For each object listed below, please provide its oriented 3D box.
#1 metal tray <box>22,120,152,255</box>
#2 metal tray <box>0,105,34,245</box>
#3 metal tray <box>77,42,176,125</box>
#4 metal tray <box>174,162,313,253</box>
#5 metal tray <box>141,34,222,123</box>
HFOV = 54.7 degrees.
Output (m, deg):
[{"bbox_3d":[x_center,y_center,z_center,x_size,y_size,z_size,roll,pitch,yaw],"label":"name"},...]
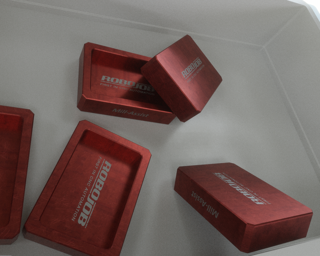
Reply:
[{"bbox_3d":[-0.070,0.064,0.326,0.090,0.030,0.130,27,52,-12],"label":"metal tray"},{"bbox_3d":[-0.172,0.038,0.286,0.091,0.030,0.130,8,58,-24],"label":"metal tray"},{"bbox_3d":[-0.041,-0.058,0.417,0.131,0.030,0.090,9,58,-24],"label":"metal tray"},{"bbox_3d":[0.086,0.080,0.349,0.091,0.030,0.130,-1,18,-29],"label":"metal tray"},{"bbox_3d":[0.037,-0.075,0.438,0.090,0.030,0.131,51,36,-8],"label":"metal tray"}]
